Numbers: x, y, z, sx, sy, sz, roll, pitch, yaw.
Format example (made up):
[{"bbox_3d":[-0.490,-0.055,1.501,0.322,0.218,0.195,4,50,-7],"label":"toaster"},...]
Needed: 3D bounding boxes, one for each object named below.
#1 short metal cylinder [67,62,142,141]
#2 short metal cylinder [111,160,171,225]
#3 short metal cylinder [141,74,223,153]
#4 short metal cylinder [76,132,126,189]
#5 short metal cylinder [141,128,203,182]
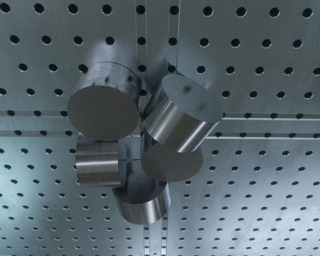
[{"bbox_3d":[-0.064,-0.031,0.368,0.080,0.050,0.079,0,131,1],"label":"short metal cylinder"},{"bbox_3d":[-0.026,0.093,0.453,0.080,0.080,0.050,-5,130,4],"label":"short metal cylinder"},{"bbox_3d":[0.025,-0.018,0.361,0.080,0.080,0.050,22,126,-18],"label":"short metal cylinder"},{"bbox_3d":[-0.075,0.039,0.409,0.050,0.080,0.079,-2,130,1],"label":"short metal cylinder"},{"bbox_3d":[0.016,0.029,0.420,0.081,0.050,0.079,-1,131,0],"label":"short metal cylinder"}]
